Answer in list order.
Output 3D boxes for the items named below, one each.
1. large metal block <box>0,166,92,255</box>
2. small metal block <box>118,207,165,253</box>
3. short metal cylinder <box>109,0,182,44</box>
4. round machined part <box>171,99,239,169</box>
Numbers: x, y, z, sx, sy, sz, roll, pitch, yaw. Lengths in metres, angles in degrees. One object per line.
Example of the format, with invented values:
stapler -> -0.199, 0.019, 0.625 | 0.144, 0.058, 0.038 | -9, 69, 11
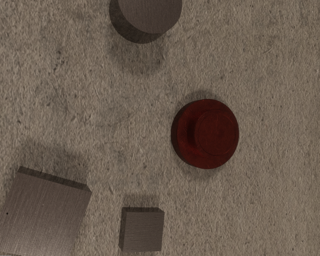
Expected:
large metal block -> -0.132, 0.095, 0.348 | 0.080, 0.050, 0.080 | 21, 83, -19
small metal block -> -0.024, 0.131, 0.401 | 0.050, 0.025, 0.050 | 6, 88, -20
short metal cylinder -> -0.019, -0.152, 0.389 | 0.081, 0.050, 0.079 | 0, 90, -21
round machined part -> 0.068, 0.008, 0.427 | 0.099, 0.042, 0.097 | 0, 90, -21
